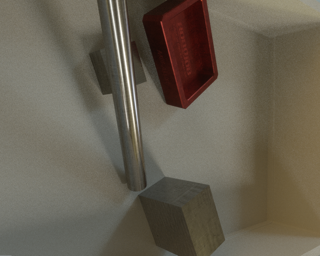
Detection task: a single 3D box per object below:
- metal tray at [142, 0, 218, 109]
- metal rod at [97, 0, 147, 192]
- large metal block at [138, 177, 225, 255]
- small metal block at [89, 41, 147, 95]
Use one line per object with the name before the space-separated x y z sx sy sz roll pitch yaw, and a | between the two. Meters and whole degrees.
metal tray | 0.033 -0.102 0.408 0.090 0.030 0.129 -44 134 -31
metal rod | -0.037 -0.053 0.304 0.025 0.025 0.298 -33 133 -35
large metal block | 0.027 0.114 0.396 0.050 0.080 0.080 -29 108 -37
small metal block | -0.049 -0.071 0.367 0.050 0.025 0.050 -27 107 -37
